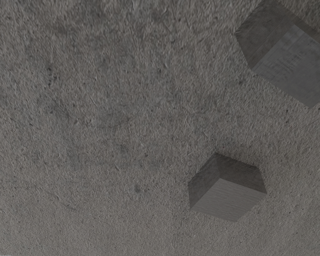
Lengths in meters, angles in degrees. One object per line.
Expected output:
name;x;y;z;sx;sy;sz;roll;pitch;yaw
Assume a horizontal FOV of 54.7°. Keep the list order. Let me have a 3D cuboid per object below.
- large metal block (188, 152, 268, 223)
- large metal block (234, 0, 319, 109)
large metal block;0.099;0.092;0.470;0.080;0.050;0.079;21;127;-17
large metal block;0.128;-0.077;0.307;0.080;0.080;0.050;26;125;-21
